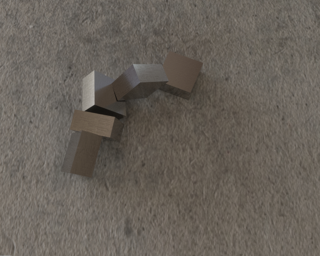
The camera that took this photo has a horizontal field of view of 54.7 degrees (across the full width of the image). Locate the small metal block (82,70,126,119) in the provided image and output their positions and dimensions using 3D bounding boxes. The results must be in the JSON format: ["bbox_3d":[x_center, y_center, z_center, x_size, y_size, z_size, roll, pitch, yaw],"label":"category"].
[{"bbox_3d":[-0.073,-0.040,0.405,0.025,0.050,0.050,-25,59,36],"label":"small metal block"}]

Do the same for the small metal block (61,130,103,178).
[{"bbox_3d":[-0.096,0.032,0.376,0.025,0.050,0.050,19,76,-26],"label":"small metal block"}]

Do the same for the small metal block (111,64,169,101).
[{"bbox_3d":[-0.026,-0.060,0.404,0.050,0.050,0.025,-11,76,-45],"label":"small metal block"}]

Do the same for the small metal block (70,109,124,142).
[{"bbox_3d":[-0.078,-0.002,0.391,0.050,0.050,0.025,11,82,7],"label":"small metal block"}]

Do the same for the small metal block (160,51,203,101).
[{"bbox_3d":[0.027,-0.073,0.435,0.050,0.025,0.050,21,71,7],"label":"small metal block"}]
